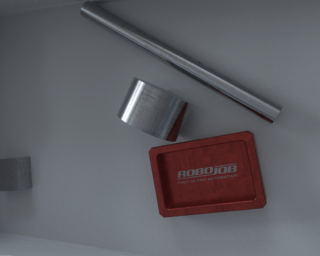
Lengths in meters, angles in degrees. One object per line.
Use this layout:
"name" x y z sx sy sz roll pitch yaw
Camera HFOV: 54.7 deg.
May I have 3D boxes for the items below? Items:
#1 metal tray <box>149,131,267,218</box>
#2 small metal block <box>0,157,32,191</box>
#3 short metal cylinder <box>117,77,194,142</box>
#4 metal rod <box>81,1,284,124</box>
"metal tray" 0.058 0.058 0.386 0.130 0.030 0.089 -11 86 19
"small metal block" -0.233 0.073 0.491 0.050 0.025 0.050 -5 88 19
"short metal cylinder" -0.006 -0.024 0.383 0.080 0.080 0.050 28 99 17
"metal rod" 0.016 -0.093 0.404 0.300 0.025 0.025 33 101 16
